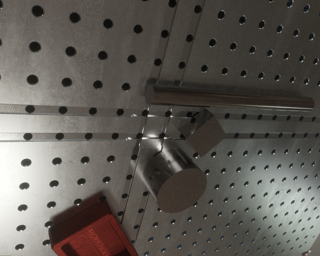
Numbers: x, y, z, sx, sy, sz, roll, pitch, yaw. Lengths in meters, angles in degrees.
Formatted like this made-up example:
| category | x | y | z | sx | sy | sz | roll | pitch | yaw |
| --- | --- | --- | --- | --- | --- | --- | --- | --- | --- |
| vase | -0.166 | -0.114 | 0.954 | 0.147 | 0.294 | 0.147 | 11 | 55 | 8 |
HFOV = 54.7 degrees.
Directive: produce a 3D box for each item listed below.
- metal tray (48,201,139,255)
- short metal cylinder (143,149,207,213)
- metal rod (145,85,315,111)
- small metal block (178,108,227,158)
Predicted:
| category | x | y | z | sx | sy | sz | roll | pitch | yaw |
| --- | --- | --- | --- | --- | --- | --- | --- | --- | --- |
| metal tray | -0.095 | 0.178 | 0.467 | 0.090 | 0.030 | 0.129 | -28 | 128 | -11 |
| short metal cylinder | 0.022 | 0.078 | 0.457 | 0.081 | 0.050 | 0.079 | -14 | 125 | -21 |
| metal rod | 0.119 | -0.041 | 0.453 | 0.303 | 0.025 | 0.025 | 0 | 118 | -29 |
| small metal block | 0.063 | 0.008 | 0.452 | 0.050 | 0.025 | 0.050 | -40 | 130 | -2 |
